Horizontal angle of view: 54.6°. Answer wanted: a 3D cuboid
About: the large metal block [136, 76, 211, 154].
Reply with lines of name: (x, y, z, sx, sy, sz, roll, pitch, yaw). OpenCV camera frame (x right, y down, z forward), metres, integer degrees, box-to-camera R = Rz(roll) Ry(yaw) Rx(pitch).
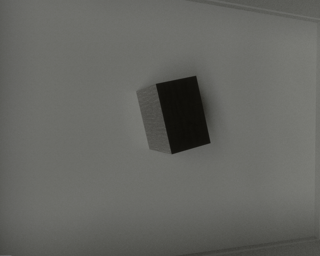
large metal block: (0.014, -0.015, 0.386, 0.050, 0.080, 0.080, -14, 95, -19)
